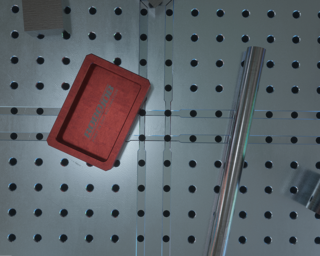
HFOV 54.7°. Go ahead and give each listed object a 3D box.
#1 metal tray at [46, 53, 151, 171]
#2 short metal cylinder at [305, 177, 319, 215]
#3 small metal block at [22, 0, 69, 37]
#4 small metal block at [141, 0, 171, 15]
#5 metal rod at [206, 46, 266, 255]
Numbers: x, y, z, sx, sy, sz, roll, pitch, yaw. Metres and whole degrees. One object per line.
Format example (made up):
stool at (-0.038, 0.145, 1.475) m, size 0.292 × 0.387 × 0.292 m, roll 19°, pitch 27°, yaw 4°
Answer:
metal tray at (-0.078, -0.020, 0.409) m, size 0.090 × 0.030 × 0.129 m, roll 25°, pitch 90°, yaw -1°
short metal cylinder at (0.234, 0.097, 0.389) m, size 0.080 × 0.080 × 0.050 m, roll 26°, pitch 90°, yaw -1°
small metal block at (-0.152, -0.151, 0.411) m, size 0.050 × 0.025 × 0.050 m, roll -5°, pitch 90°, yaw -1°
small metal block at (-0.006, -0.190, 0.413) m, size 0.050 × 0.025 × 0.050 m, roll -44°, pitch 91°, yaw 0°
metal rod at (0.101, 0.041, 0.414) m, size 0.025 × 0.025 × 0.298 m, roll 11°, pitch 90°, yaw -1°
